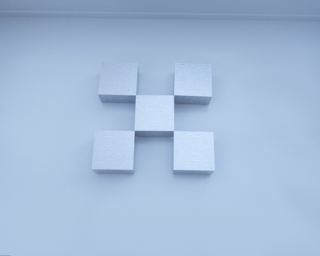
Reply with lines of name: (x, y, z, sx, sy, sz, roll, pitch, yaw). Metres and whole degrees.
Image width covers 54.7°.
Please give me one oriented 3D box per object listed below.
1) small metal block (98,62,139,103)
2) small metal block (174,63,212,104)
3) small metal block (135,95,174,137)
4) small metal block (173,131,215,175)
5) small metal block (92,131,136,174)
small metal block: (-0.056, -0.063, 0.430, 0.050, 0.025, 0.050, 2, 70, 0)
small metal block: (0.045, -0.062, 0.430, 0.050, 0.025, 0.050, 2, 70, 1)
small metal block: (-0.007, -0.016, 0.413, 0.050, 0.025, 0.050, 1, 70, 0)
small metal block: (0.042, 0.032, 0.396, 0.050, 0.025, 0.050, 1, 70, 0)
small metal block: (-0.057, 0.031, 0.396, 0.050, 0.025, 0.050, 1, 70, 0)
